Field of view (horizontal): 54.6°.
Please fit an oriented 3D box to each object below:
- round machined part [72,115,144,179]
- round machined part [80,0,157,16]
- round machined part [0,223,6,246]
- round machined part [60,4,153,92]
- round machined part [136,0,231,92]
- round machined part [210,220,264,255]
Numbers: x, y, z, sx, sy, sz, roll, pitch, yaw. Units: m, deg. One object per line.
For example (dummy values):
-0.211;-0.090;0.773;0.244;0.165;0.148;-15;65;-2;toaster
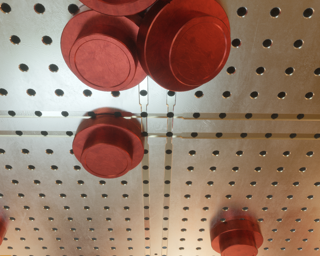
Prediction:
-0.071;0.032;0.427;0.099;0.042;0.097;0;130;0;round machined part
-0.037;-0.153;0.270;0.099;0.042;0.097;0;130;0;round machined part
-0.342;0.201;0.569;0.099;0.042;0.097;0;130;0;round machined part
-0.057;-0.077;0.328;0.098;0.042;0.097;3;133;3;round machined part
0.030;-0.081;0.306;0.099;0.042;0.097;-15;125;-22;round machined part
0.147;0.219;0.588;0.099;0.042;0.097;0;130;0;round machined part
